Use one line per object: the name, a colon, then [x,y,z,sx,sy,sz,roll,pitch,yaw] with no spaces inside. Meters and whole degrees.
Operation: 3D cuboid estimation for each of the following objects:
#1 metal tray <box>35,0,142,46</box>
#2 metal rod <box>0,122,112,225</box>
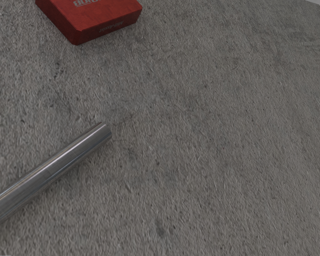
metal tray: [-0.101,-0.182,0.457,0.090,0.030,0.131,48,51,5]
metal rod: [-0.154,0.081,0.271,0.025,0.025,0.302,46,51,4]
